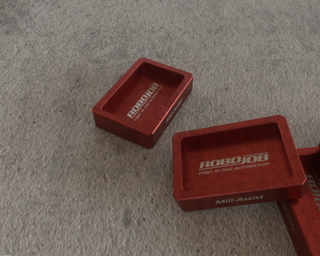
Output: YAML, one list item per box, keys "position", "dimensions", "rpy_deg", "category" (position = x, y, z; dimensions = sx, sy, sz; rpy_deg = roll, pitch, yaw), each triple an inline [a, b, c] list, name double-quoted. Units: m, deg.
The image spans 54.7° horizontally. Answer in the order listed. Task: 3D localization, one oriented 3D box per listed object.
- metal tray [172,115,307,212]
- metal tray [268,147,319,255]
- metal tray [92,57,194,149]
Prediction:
- position: [0.081, 0.038, 0.344]
  dimensions: [0.130, 0.030, 0.090]
  rpy_deg: [-10, 49, 13]
  category: "metal tray"
- position: [0.178, 0.081, 0.332]
  dimensions: [0.091, 0.030, 0.130]
  rpy_deg: [-5, 50, -5]
  category: "metal tray"
- position: [-0.020, -0.040, 0.433]
  dimensions: [0.090, 0.030, 0.130]
  rpy_deg: [22, 53, 17]
  category: "metal tray"
